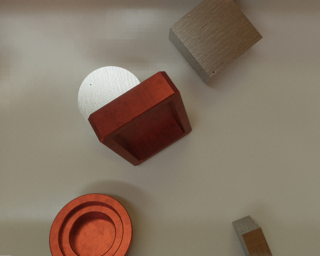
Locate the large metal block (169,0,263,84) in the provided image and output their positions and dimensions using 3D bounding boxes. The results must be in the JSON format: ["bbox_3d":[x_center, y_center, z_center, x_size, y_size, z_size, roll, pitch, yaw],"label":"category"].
[{"bbox_3d":[0.068,-0.116,0.400,0.080,0.050,0.080,-39,91,0],"label":"large metal block"}]

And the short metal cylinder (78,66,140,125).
[{"bbox_3d":[-0.059,-0.035,0.398,0.081,0.050,0.079,0,90,-1],"label":"short metal cylinder"}]

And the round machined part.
[{"bbox_3d":[-0.083,0.136,0.388,0.099,0.042,0.098,1,59,-1],"label":"round machined part"}]

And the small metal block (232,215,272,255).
[{"bbox_3d":[0.120,0.148,0.401,0.025,0.050,0.050,-22,90,0],"label":"small metal block"}]

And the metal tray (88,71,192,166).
[{"bbox_3d":[-0.014,-0.003,0.358,0.090,0.130,0.030,-32,69,0],"label":"metal tray"}]
